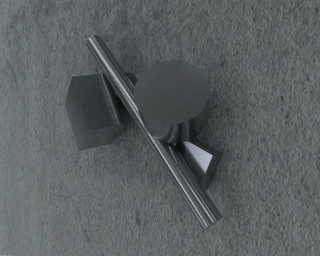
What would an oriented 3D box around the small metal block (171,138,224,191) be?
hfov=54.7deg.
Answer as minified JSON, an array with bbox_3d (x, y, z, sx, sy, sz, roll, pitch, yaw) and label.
[{"bbox_3d":[0.041,0.042,0.372,0.050,0.025,0.050,31,109,35],"label":"small metal block"}]

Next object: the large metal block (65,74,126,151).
[{"bbox_3d":[-0.097,-0.022,0.446,0.080,0.050,0.080,-45,61,57],"label":"large metal block"}]

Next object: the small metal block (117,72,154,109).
[{"bbox_3d":[-0.033,-0.050,0.432,0.050,0.025,0.050,16,100,38],"label":"small metal block"}]

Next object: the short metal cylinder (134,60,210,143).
[{"bbox_3d":[0.015,-0.029,0.350,0.080,0.050,0.080,-2,65,6],"label":"short metal cylinder"}]

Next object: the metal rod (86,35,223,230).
[{"bbox_3d":[-0.020,-0.012,0.388,0.025,0.025,0.299,-48,62,29],"label":"metal rod"}]
